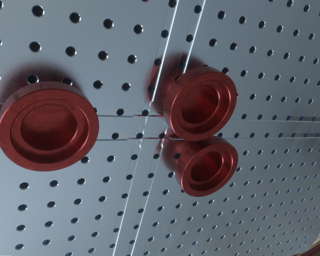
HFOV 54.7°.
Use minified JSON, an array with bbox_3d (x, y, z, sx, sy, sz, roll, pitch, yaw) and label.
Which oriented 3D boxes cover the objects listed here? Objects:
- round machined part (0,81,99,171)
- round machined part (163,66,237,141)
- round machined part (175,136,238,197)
[{"bbox_3d":[-0.119,-0.005,0.333,0.099,0.042,0.097,-14,125,-21],"label":"round machined part"},{"bbox_3d":[0.048,-0.035,0.407,0.099,0.042,0.097,-14,125,-21],"label":"round machined part"},{"bbox_3d":[0.066,0.054,0.472,0.099,0.042,0.097,-14,124,-21],"label":"round machined part"}]
